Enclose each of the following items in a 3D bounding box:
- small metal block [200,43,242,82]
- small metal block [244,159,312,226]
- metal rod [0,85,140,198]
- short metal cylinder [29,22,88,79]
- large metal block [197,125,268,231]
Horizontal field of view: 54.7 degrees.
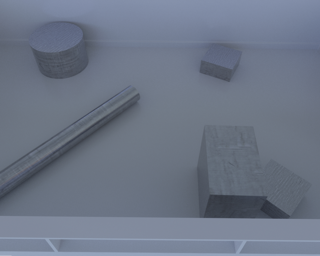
[{"bbox_3d":[0.097,-0.105,0.495,0.050,0.025,0.050,21,53,16],"label":"small metal block"},{"bbox_3d":[0.131,0.071,0.347,0.050,0.025,0.050,35,58,25],"label":"small metal block"},{"bbox_3d":[-0.141,0.033,0.375,0.025,0.025,0.302,36,58,26],"label":"metal rod"},{"bbox_3d":[-0.158,-0.123,0.490,0.081,0.050,0.080,0,50,0],"label":"short metal cylinder"},{"bbox_3d":[0.070,0.053,0.325,0.050,0.080,0.080,2,50,1],"label":"large metal block"}]
